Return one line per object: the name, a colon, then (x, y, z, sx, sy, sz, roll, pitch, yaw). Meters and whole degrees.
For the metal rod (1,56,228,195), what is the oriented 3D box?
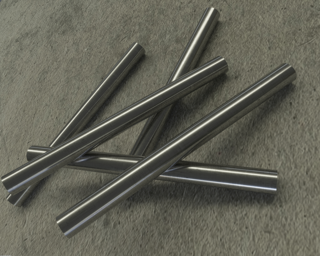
metal rod: (-0.043, -0.010, 0.379, 0.302, 0.025, 0.025, -31, 50, -13)

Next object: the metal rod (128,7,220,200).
metal rod: (0.014, -0.045, 0.422, 0.025, 0.025, 0.300, 15, 69, 34)

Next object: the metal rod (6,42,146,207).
metal rod: (-0.122, -0.011, 0.472, 0.025, 0.025, 0.300, 29, 77, 37)

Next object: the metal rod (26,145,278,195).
metal rod: (-0.025, 0.045, 0.359, 0.301, 0.025, 0.025, 4, 63, 19)

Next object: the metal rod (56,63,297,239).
metal rod: (0.029, 0.016, 0.333, 0.301, 0.025, 0.025, -34, 50, -12)
